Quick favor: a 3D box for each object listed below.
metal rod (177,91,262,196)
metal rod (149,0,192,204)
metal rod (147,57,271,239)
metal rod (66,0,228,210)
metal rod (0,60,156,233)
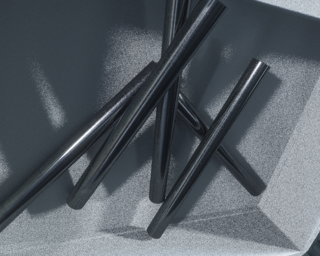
[{"bbox_3d":[0.095,0.035,0.481,0.025,0.025,0.300,-44,129,2],"label":"metal rod"},{"bbox_3d":[0.007,-0.012,0.381,0.025,0.025,0.298,-12,131,-22],"label":"metal rod"},{"bbox_3d":[0.058,0.041,0.434,0.025,0.025,0.298,15,114,-34],"label":"metal rod"},{"bbox_3d":[-0.031,-0.008,0.342,0.025,0.025,0.298,17,123,-35],"label":"metal rod"},{"bbox_3d":[-0.110,0.032,0.368,0.300,0.025,0.025,-43,129,1],"label":"metal rod"}]
